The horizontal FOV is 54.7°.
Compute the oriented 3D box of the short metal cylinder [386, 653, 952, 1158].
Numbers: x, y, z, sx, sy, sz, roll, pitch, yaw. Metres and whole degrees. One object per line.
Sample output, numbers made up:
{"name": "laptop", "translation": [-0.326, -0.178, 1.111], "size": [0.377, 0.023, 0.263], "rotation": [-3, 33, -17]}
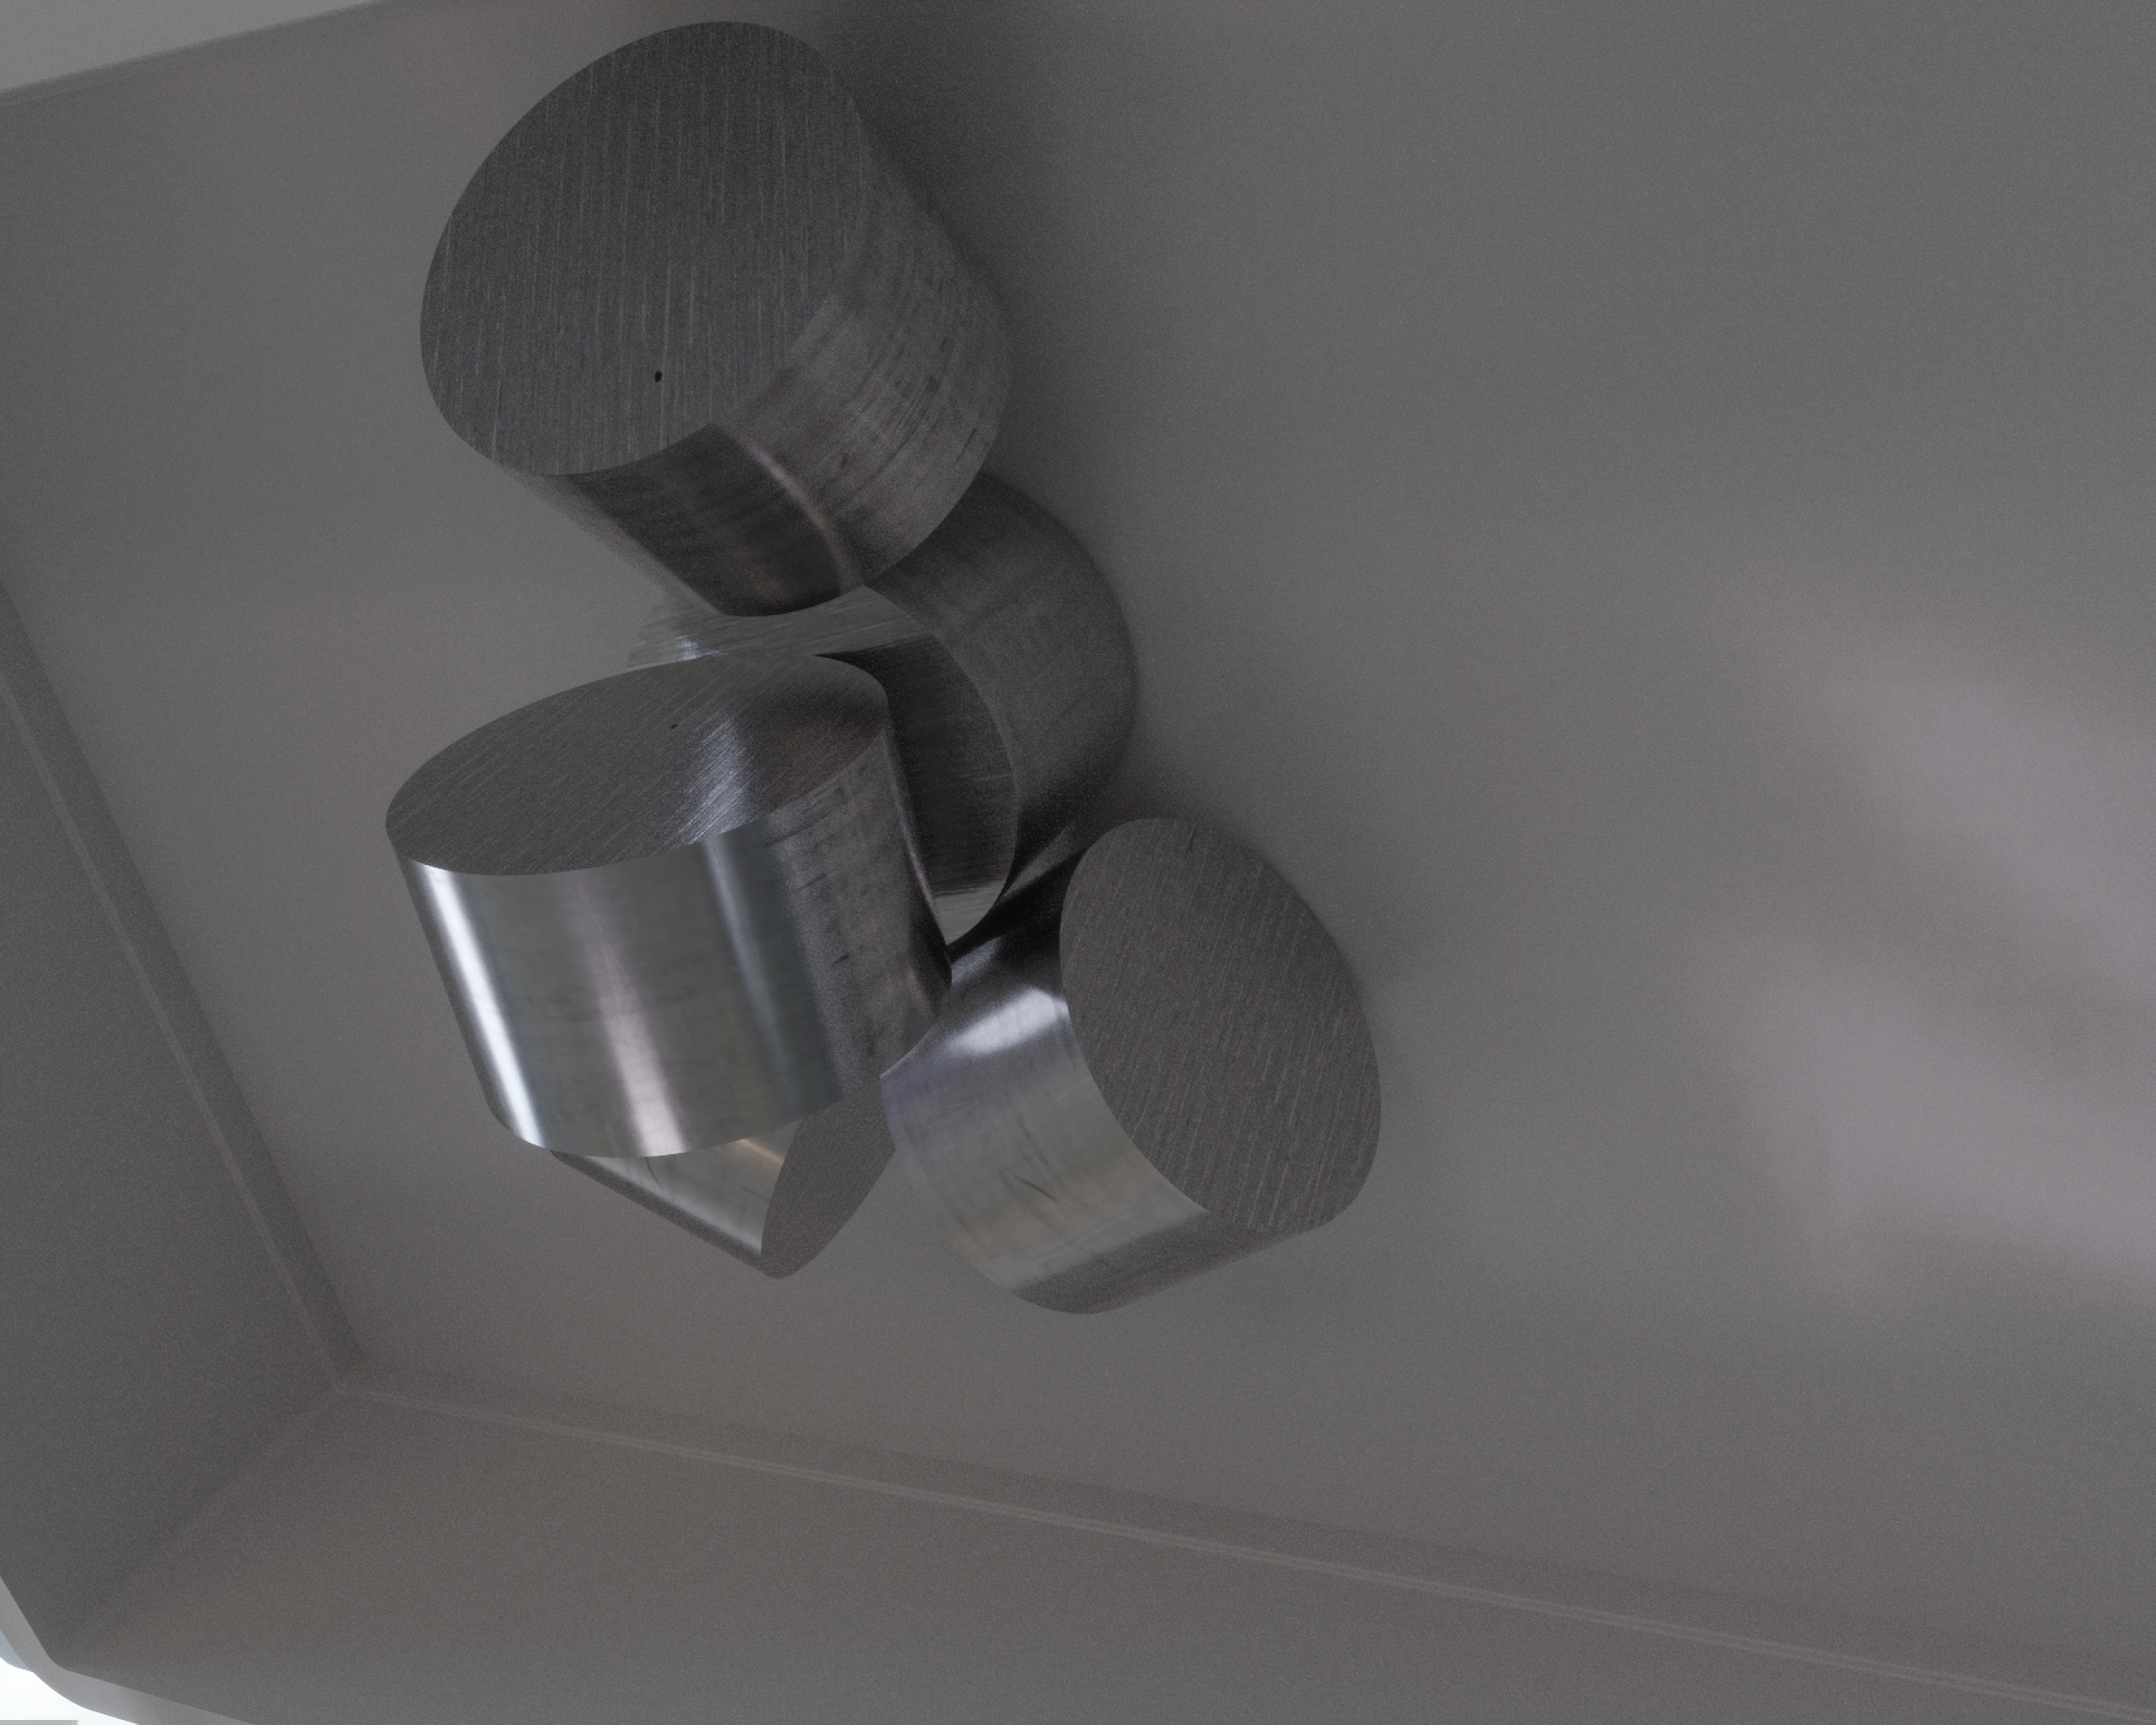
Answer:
{"name": "short metal cylinder", "translation": [-0.065, 0.004, 0.343], "size": [0.080, 0.080, 0.050], "rotation": [3, 120, 26]}

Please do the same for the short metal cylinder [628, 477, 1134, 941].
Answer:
{"name": "short metal cylinder", "translation": [-0.036, -0.029, 0.391], "size": [0.080, 0.050, 0.079], "rotation": [13, 124, 21]}

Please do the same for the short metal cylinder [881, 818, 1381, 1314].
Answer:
{"name": "short metal cylinder", "translation": [0.011, 0.038, 0.389], "size": [0.050, 0.080, 0.080], "rotation": [-32, 101, 39]}

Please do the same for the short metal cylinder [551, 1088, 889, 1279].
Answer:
{"name": "short metal cylinder", "translation": [-0.064, 0.038, 0.428], "size": [0.050, 0.080, 0.079], "rotation": [26, 128, 12]}

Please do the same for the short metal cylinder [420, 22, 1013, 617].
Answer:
{"name": "short metal cylinder", "translation": [-0.058, -0.087, 0.340], "size": [0.080, 0.080, 0.050], "rotation": [4, 163, 26]}
